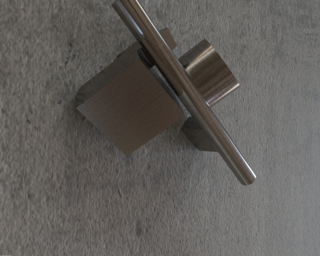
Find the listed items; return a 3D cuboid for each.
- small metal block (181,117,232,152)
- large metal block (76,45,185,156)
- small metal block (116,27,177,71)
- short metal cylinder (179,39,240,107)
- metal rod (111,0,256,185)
[{"bbox_3d":[0.067,0.009,0.445,0.050,0.050,0.025,48,61,-30],"label":"small metal block"},{"bbox_3d":[-0.032,-0.029,0.341,0.080,0.050,0.080,-36,121,10],"label":"large metal block"},{"bbox_3d":[-0.016,-0.094,0.378,0.050,0.050,0.025,-46,118,-30],"label":"small metal block"},{"bbox_3d":[0.063,-0.072,0.417,0.050,0.080,0.080,-37,121,12],"label":"short metal cylinder"},{"bbox_3d":[0.045,-0.029,0.381,0.300,0.025,0.025,51,60,-28],"label":"metal rod"}]
